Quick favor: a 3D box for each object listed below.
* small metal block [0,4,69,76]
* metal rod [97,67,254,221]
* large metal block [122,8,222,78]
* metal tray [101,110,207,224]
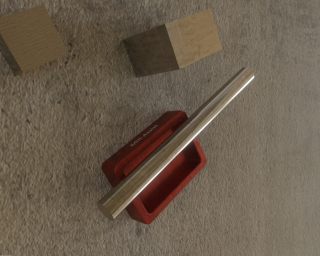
[{"bbox_3d":[-0.127,-0.084,0.299,0.050,0.025,0.050,-37,113,-34],"label":"small metal block"},{"bbox_3d":[0.039,0.002,0.399,0.302,0.025,0.025,-42,116,-32],"label":"metal rod"},{"bbox_3d":[0.015,-0.104,0.383,0.081,0.080,0.050,-32,110,-36],"label":"large metal block"},{"bbox_3d":[-0.001,0.047,0.402,0.131,0.030,0.090,-40,115,-33],"label":"metal tray"}]
